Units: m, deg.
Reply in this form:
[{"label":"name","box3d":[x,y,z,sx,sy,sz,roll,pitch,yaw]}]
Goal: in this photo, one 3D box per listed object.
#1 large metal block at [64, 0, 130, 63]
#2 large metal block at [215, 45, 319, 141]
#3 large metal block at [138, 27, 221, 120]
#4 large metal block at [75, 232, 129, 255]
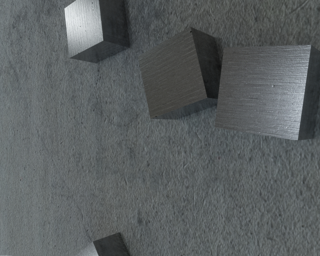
[{"label":"large metal block","box3d":[-0.096,-0.152,0.468,0.080,0.050,0.080,-12,83,39]},{"label":"large metal block","box3d":[0.106,-0.034,0.301,0.080,0.050,0.079,10,96,39]},{"label":"large metal block","box3d":[0.027,-0.059,0.367,0.080,0.050,0.080,-19,78,38]},{"label":"large metal block","box3d":[-0.084,0.215,0.458,0.080,0.050,0.080,-44,64,31]}]
